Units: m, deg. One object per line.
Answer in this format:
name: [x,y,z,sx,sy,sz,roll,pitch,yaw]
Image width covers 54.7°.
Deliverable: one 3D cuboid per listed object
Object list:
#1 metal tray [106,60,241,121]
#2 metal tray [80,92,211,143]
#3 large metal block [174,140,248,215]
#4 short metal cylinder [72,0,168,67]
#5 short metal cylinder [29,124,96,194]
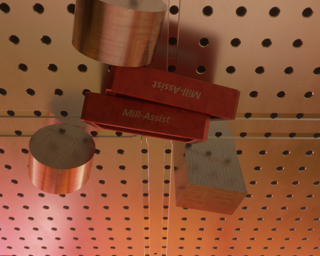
metal tray: [0.008,-0.036,0.339,0.131,0.090,0.030,12,88,-11]
metal tray: [-0.015,-0.008,0.357,0.131,0.030,0.090,9,175,-1]
large metal block: [0.067,0.068,0.434,0.081,0.080,0.050,12,129,-10]
short metal cylinder: [-0.038,-0.098,0.289,0.081,0.080,0.050,11,124,-9]
short metal cylinder: [-0.129,0.040,0.408,0.081,0.080,0.050,12,129,-11]
